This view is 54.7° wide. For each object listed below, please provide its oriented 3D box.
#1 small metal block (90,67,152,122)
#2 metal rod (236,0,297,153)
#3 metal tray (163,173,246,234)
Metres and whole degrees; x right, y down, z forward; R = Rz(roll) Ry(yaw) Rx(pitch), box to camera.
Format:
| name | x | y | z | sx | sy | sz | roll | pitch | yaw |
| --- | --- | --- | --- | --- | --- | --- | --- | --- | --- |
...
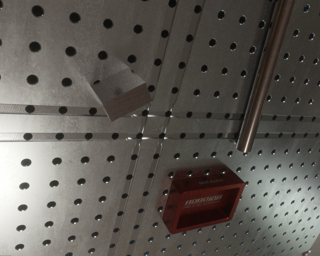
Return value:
| name | x | y | z | sx | sy | sz | roll | pitch | yaw |
| --- | --- | --- | --- | --- | --- | --- | --- | --- | --- |
| small metal block | -0.044 | -0.039 | 0.348 | 0.050 | 0.050 | 0.025 | -28 | 128 | -11 |
| metal rod | 0.154 | -0.096 | 0.438 | 0.025 | 0.025 | 0.298 | -7 | 122 | -25 |
| metal tray | 0.076 | 0.127 | 0.530 | 0.131 | 0.030 | 0.089 | -3 | 120 | -28 |
